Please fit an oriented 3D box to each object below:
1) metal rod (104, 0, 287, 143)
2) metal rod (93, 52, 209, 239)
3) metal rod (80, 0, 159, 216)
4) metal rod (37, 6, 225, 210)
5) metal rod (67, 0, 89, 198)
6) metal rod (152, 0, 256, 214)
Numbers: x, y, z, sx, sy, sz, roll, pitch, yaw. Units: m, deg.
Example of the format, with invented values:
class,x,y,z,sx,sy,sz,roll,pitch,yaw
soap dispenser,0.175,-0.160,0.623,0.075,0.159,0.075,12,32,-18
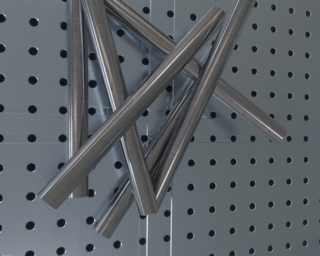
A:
class,x,y,z,sx,sy,sz,roll,pitch,yaw
metal rod,0.044,-0.077,0.404,0.301,0.025,0.025,36,78,-8
metal rod,0.008,0.008,0.415,0.025,0.025,0.300,37,78,-16
metal rod,-0.051,-0.042,0.366,0.025,0.025,0.299,-16,96,-19
metal rod,-0.018,-0.036,0.352,0.025,0.025,0.301,45,72,-15
metal rod,-0.100,-0.067,0.375,0.025,0.025,0.298,0,90,-20
metal rod,0.046,-0.029,0.386,0.025,0.025,0.299,21,99,-19
